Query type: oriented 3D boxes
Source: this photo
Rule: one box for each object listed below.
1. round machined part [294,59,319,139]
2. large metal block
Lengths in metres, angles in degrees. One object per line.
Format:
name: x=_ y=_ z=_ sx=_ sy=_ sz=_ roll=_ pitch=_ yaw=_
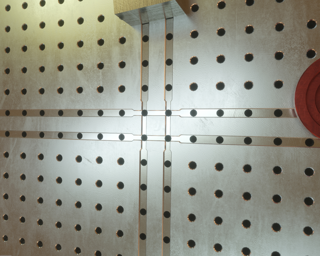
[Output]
round machined part: x=0.198 y=-0.031 z=0.334 sx=0.098 sy=0.042 sz=0.097 roll=0 pitch=90 yaw=19
large metal block: x=-0.015 y=-0.188 z=0.404 sx=0.080 sy=0.050 sz=0.080 roll=-6 pitch=88 yaw=19
